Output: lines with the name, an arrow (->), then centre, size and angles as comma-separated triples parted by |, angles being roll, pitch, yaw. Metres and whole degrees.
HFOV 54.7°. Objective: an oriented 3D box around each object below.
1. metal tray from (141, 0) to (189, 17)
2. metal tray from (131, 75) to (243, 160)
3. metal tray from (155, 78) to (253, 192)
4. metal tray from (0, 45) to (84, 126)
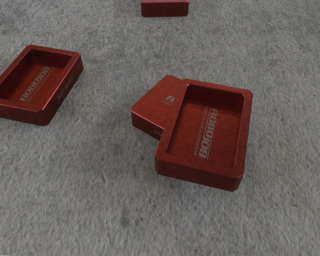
metal tray -> 0.006, -0.274, 0.631 | 0.091, 0.030, 0.130 | -2, 50, -2
metal tray -> 0.038, -0.013, 0.412 | 0.130, 0.030, 0.090 | 29, 55, 22
metal tray -> 0.054, 0.002, 0.359 | 0.090, 0.030, 0.130 | 12, 51, 9
metal tray -> -0.180, -0.067, 0.453 | 0.090, 0.030, 0.130 | 11, 51, 8
